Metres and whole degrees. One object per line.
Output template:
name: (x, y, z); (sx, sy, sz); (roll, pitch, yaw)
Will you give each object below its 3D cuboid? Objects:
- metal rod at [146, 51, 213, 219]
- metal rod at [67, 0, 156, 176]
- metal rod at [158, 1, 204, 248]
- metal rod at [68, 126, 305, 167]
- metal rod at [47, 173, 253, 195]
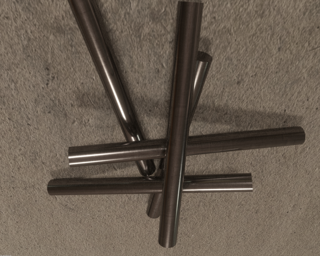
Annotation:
metal rod: (0.017, 0.033, 0.435); (0.025, 0.025, 0.298); (8, 130, -7)
metal rod: (-0.053, -0.048, 0.365); (0.025, 0.025, 0.299); (-11, 130, 8)
metal rod: (0.020, 0.014, 0.359); (0.025, 0.025, 0.298); (3, 112, -3)
metal rod: (0.041, 0.022, 0.396); (0.302, 0.025, 0.025); (-5, 131, -9)
metal rod: (-0.023, 0.083, 0.449); (0.301, 0.025, 0.025); (-4, 131, 14)
